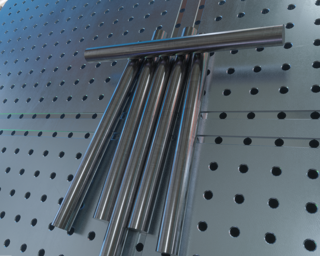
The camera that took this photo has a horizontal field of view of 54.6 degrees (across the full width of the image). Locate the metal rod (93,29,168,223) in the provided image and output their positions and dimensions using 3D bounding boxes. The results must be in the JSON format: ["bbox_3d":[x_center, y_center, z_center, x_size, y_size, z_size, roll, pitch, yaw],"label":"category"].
[{"bbox_3d":[-0.034,-0.019,0.439,0.025,0.025,0.300,1,62,29],"label":"metal rod"}]

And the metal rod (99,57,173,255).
[{"bbox_3d":[-0.025,0.031,0.404,0.025,0.025,0.300,1,62,29],"label":"metal rod"}]

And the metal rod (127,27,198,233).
[{"bbox_3d":[0.011,-0.015,0.414,0.025,0.025,0.300,1,62,29],"label":"metal rod"}]

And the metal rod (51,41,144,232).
[{"bbox_3d":[-0.077,-0.003,0.450,0.025,0.025,0.300,8,65,31],"label":"metal rod"}]

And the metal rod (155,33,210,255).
[{"bbox_3d":[0.036,0.000,0.391,0.025,0.025,0.300,-2,60,27],"label":"metal rod"}]

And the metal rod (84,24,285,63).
[{"bbox_3d":[0.015,-0.115,0.439,0.300,0.025,0.025,2,63,29],"label":"metal rod"}]
